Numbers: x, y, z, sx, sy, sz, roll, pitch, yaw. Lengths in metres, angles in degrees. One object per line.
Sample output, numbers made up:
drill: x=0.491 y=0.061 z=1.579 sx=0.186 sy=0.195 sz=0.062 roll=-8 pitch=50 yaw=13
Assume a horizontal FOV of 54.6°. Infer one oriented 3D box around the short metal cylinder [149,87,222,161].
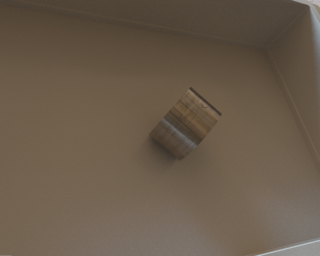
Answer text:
short metal cylinder: x=0.031 y=-0.005 z=0.390 sx=0.050 sy=0.080 sz=0.080 roll=41 pitch=51 yaw=0
